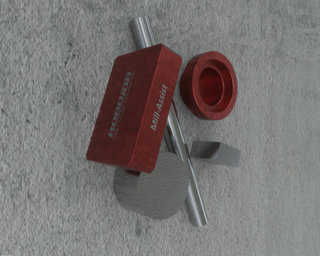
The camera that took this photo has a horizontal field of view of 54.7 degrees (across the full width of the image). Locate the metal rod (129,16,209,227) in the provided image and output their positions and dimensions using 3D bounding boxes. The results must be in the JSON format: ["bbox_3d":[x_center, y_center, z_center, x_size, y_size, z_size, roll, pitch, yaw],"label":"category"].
[{"bbox_3d":[0.017,0.001,0.423,0.025,0.025,0.298,-28,108,-37],"label":"metal rod"}]

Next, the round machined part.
[{"bbox_3d":[0.067,-0.060,0.453,0.099,0.042,0.097,0,90,-40],"label":"round machined part"}]

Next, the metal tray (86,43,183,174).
[{"bbox_3d":[-0.030,-0.021,0.340,0.030,0.090,0.130,24,75,-38],"label":"metal tray"}]

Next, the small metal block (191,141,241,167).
[{"bbox_3d":[0.083,0.038,0.458,0.050,0.050,0.025,21,77,-38],"label":"small metal block"}]

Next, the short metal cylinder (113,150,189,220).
[{"bbox_3d":[-0.010,0.068,0.383,0.081,0.050,0.079,0,90,-40],"label":"short metal cylinder"}]
